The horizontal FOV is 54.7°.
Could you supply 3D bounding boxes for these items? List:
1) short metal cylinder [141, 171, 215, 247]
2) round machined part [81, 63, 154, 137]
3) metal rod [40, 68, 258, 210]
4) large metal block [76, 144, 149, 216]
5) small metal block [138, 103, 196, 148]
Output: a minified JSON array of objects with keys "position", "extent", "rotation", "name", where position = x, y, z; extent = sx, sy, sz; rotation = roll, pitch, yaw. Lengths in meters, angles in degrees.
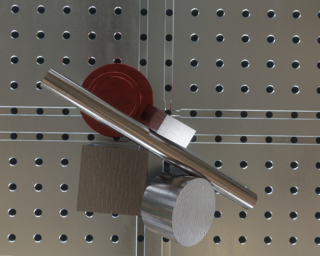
[{"position":[0.024,0.097,0.380],"extent":[0.081,0.050,0.079],"rotation":[-5,97,-45],"name":"short metal cylinder"},{"position":[-0.057,-0.036,0.404],"extent":[0.099,0.042,0.097],"rotation":[0,90,-1],"name":"round machined part"},{"position":[-0.003,0.021,0.381],"extent":[0.301,0.025,0.025],"rotation":[32,90,-13],"name":"metal rod"},{"position":[-0.057,0.063,0.398],"extent":[0.081,0.050,0.079],"rotation":[5,90,-1],"name":"large metal block"},{"position":[0.009,-0.003,0.391],"extent":[0.050,0.050,0.025],"rotation":[28,94,-35],"name":"small metal block"}]
